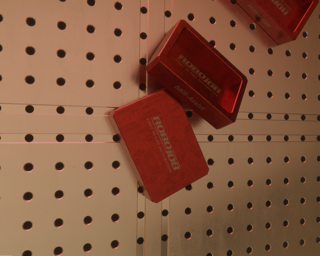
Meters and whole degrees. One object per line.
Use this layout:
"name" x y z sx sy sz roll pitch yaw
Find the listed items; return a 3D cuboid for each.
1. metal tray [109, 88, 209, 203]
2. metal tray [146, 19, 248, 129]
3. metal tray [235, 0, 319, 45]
"metal tray" 0.000 0.021 0.411 0.091 0.030 0.129 -26 99 -18
"metal tray" 0.054 -0.071 0.412 0.130 0.030 0.090 38 54 -17
"metal tray" 0.175 -0.205 0.475 0.130 0.030 0.090 37 78 -17
